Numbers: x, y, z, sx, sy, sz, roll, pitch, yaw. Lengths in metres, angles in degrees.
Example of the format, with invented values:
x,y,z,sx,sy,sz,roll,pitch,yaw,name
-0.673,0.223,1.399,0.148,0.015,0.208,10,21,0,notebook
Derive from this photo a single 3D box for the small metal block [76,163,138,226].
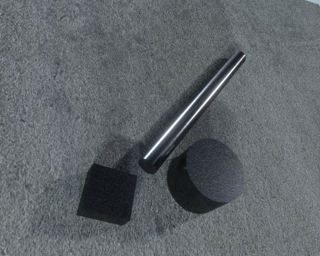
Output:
x,y,z,sx,sy,sz,roll,pitch,yaw,name
-0.055,0.071,0.330,0.050,0.025,0.050,19,54,-17,small metal block

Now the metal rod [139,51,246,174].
x,y,z,sx,sy,sz,roll,pitch,yaw,name
0.064,-0.041,0.462,0.025,0.025,0.301,42,51,0,metal rod

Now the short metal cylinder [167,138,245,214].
x,y,z,sx,sy,sz,roll,pitch,yaw,name
0.056,0.060,0.381,0.081,0.050,0.080,14,56,-21,short metal cylinder
